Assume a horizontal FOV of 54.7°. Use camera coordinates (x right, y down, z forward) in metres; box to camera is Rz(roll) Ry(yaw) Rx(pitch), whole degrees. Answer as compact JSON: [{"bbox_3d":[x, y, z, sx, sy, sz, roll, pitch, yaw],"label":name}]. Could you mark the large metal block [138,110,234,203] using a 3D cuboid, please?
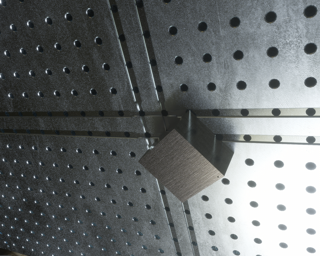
[{"bbox_3d":[0.033,0.038,0.400,0.080,0.050,0.080,44,129,-3],"label":"large metal block"}]
